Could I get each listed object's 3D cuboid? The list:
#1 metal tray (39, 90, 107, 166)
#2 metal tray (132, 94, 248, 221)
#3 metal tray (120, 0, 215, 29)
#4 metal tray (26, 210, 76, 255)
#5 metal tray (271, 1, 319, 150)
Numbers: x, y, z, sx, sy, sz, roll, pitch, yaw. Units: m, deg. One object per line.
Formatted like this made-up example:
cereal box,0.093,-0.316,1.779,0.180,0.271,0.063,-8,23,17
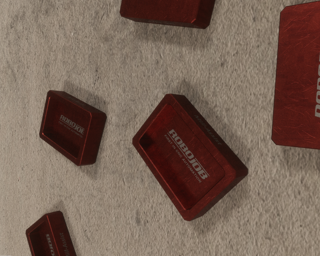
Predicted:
metal tray,-0.151,-0.003,0.523,0.130,0.030,0.089,26,106,36
metal tray,0.030,0.033,0.375,0.090,0.030,0.130,-52,60,27
metal tray,0.010,-0.179,0.392,0.130,0.030,0.089,21,103,37
metal tray,-0.193,0.227,0.556,0.090,0.030,0.130,-39,66,32
metal tray,0.153,-0.045,0.275,0.090,0.030,0.129,5,93,39
